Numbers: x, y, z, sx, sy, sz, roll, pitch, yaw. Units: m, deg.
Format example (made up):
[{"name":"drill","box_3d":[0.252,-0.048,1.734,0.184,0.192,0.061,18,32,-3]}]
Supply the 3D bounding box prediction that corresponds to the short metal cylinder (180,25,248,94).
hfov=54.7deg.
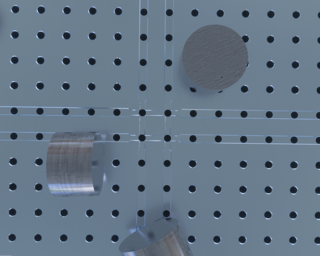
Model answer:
[{"name":"short metal cylinder","box_3d":[0.067,-0.086,0.402,0.081,0.050,0.079,0,90,-1]}]

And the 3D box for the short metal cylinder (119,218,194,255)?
[{"name":"short metal cylinder","box_3d":[-0.004,0.155,0.386,0.080,0.080,0.050,-24,90,0]}]

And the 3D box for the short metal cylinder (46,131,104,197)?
[{"name":"short metal cylinder","box_3d":[-0.102,0.044,0.385,0.050,0.080,0.079,-1,90,0]}]
